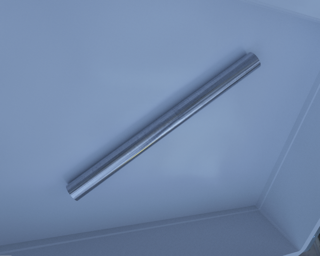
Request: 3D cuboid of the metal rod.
[{"bbox_3d":[0.008,-0.005,0.411,0.301,0.025,0.025,-36,130,-5],"label":"metal rod"}]
